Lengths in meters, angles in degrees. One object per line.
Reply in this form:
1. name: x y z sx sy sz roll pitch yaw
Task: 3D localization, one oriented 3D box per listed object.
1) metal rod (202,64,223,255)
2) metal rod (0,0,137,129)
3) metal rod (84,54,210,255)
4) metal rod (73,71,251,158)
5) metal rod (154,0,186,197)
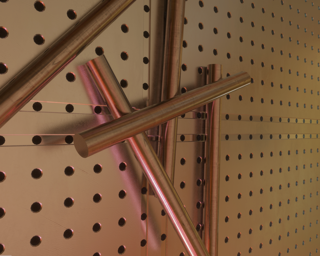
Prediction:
1. metal rod: 0.081 0.052 0.479 0.025 0.025 0.298 3 88 -40
2. metal rod: -0.112 -0.065 0.315 0.025 0.025 0.301 52 60 -28
3. metal rod: -0.008 0.052 0.381 0.025 0.025 0.299 -36 105 -34
4. metal rod: 0.029 -0.030 0.393 0.302 0.025 0.025 -24 106 -41
5. metal rod: 0.015 -0.056 0.423 0.025 0.025 0.298 6 86 -40
